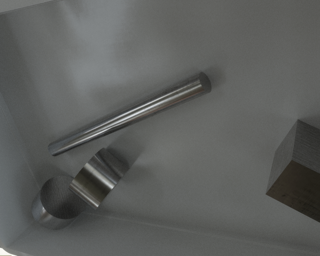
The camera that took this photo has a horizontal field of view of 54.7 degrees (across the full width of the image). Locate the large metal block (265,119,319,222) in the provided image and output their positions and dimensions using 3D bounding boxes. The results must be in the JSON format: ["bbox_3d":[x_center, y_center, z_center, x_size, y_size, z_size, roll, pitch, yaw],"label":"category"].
[{"bbox_3d":[0.163,0.046,0.316,0.080,0.080,0.050,27,128,10],"label":"large metal block"}]

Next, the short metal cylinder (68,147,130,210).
[{"bbox_3d":[-0.090,0.076,0.466,0.050,0.080,0.080,39,129,2],"label":"short metal cylinder"}]

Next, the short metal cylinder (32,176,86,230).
[{"bbox_3d":[-0.177,0.131,0.545,0.080,0.080,0.050,43,129,-2],"label":"short metal cylinder"}]

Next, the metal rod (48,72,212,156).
[{"bbox_3d":[-0.063,-0.008,0.435,0.300,0.025,0.025,-21,108,35],"label":"metal rod"}]
